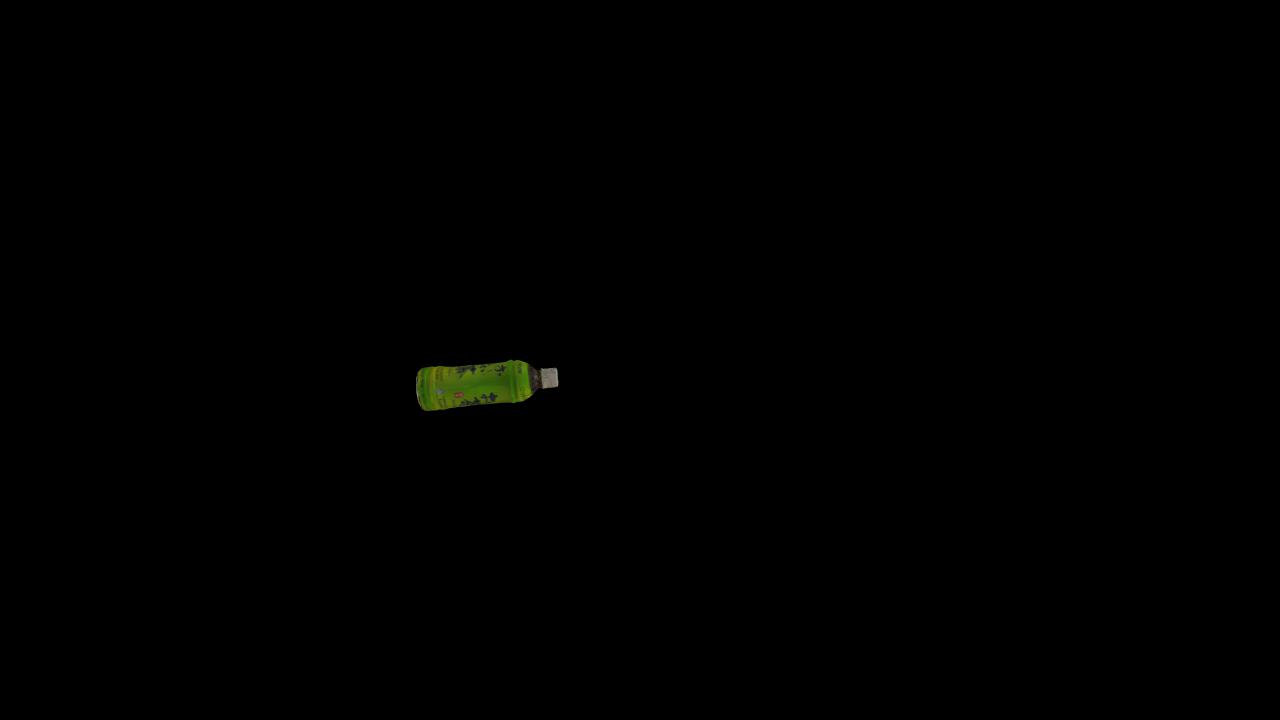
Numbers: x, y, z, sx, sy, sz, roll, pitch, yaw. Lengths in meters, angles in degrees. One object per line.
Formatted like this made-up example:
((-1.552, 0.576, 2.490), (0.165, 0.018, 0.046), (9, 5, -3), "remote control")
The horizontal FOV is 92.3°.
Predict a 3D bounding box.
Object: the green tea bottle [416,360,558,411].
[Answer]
((-0.235, 0.036, 0.963), (0.212, 0.073, 0.073), (-7, 1, -6), "green tea bottle")
